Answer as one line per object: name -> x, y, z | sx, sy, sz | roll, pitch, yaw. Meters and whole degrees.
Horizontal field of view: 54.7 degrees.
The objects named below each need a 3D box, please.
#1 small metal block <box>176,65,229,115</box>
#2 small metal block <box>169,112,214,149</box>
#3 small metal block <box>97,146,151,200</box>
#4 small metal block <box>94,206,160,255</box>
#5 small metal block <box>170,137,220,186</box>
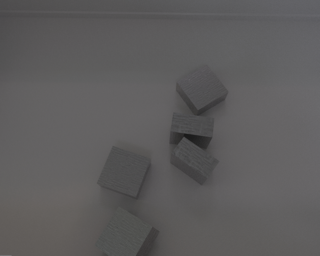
small metal block -> 0.057, -0.051, 0.429 | 0.050, 0.025, 0.050 | -31, 73, -11
small metal block -> 0.039, 0.004, 0.395 | 0.050, 0.050, 0.025 | 8, 71, 3
small metal block -> -0.044, 0.056, 0.389 | 0.050, 0.025, 0.050 | 18, 71, 6
small metal block -> -0.037, 0.126, 0.354 | 0.050, 0.025, 0.050 | 22, 70, 30
small metal block -> 0.041, 0.042, 0.381 | 0.050, 0.050, 0.025 | 35, 74, 12
